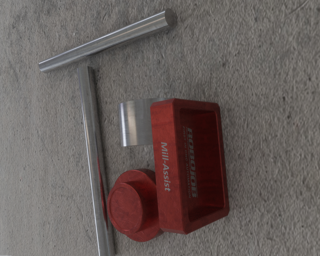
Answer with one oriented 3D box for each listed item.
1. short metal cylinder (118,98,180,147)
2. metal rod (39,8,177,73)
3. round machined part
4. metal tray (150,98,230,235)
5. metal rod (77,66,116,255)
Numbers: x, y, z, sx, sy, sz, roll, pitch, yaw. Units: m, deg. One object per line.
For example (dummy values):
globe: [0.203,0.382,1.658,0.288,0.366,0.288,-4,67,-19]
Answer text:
short metal cylinder: [-0.009,-0.005,0.377,0.080,0.081,0.050,-8,85,39]
metal rod: [-0.101,-0.127,0.488,0.300,0.025,0.025,-6,86,39]
round machined part: [-0.034,0.106,0.422,0.098,0.042,0.097,0,90,40]
metal tray: [0.035,0.037,0.333,0.030,0.091,0.129,-8,85,40]
metal rod: [-0.101,0.050,0.488,0.025,0.025,0.298,-14,81,39]
